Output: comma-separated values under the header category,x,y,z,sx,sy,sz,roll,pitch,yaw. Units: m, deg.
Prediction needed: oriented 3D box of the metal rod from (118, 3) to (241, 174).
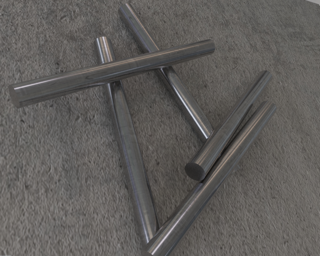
category,x,y,z,sx,sy,sz,roll,pitch,yaw
metal rod,0.022,-0.063,0.453,0.025,0.025,0.299,-22,74,-36

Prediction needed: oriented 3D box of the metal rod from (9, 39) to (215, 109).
category,x,y,z,sx,sy,sz,roll,pitch,yaw
metal rod,-0.034,-0.080,0.400,0.302,0.025,0.025,-23,75,-36

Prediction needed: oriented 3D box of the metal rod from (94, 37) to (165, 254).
category,x,y,z,sx,sy,sz,roll,pitch,yaw
metal rod,-0.040,0.013,0.374,0.025,0.025,0.299,-3,63,-30

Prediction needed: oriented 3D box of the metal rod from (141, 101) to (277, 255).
category,x,y,z,sx,sy,sz,roll,pitch,yaw
metal rod,0.080,0.046,0.384,0.025,0.025,0.302,46,51,3

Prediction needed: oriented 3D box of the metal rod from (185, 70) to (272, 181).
category,x,y,z,sx,sy,sz,roll,pitch,yaw
metal rod,0.115,-0.022,0.455,0.025,0.025,0.302,45,44,2
